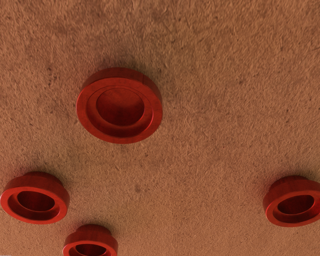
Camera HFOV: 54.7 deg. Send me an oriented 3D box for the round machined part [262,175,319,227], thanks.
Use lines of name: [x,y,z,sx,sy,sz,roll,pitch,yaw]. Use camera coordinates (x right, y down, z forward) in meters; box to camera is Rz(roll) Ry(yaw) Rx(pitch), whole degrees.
round machined part: [0.214,0.113,0.494,0.099,0.042,0.097,0,130,0]

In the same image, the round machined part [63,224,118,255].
round machined part: [-0.127,0.217,0.579,0.099,0.042,0.097,0,130,0]

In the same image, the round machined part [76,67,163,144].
round machined part: [-0.046,-0.030,0.370,0.099,0.042,0.097,0,130,0]

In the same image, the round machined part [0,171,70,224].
round machined part: [-0.190,0.106,0.484,0.099,0.042,0.097,0,130,0]
